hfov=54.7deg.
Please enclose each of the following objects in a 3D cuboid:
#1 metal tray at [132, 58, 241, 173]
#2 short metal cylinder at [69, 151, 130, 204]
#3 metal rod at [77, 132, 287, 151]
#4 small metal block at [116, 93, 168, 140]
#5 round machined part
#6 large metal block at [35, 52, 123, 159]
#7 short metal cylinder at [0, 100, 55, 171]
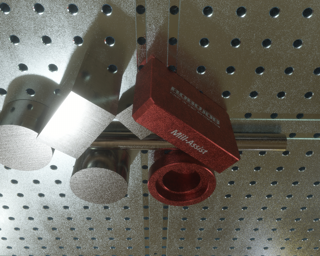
[{"bbox_3d":[0.031,-0.014,0.356,0.130,0.090,0.030,33,123,-25],"label":"metal tray"},{"bbox_3d":[-0.085,0.066,0.450,0.081,0.050,0.079,0,130,0],"label":"short metal cylinder"},{"bbox_3d":[0.020,0.018,0.427,0.302,0.025,0.025,1,130,-1],"label":"metal rod"},{"bbox_3d":[-0.021,-0.019,0.395,0.050,0.025,0.050,-32,124,24],"label":"small metal block"},{"bbox_3d":[0.032,0.070,0.460,0.099,0.042,0.097,0,130,0],"label":"round machined part"},{"bbox_3d":[-0.089,-0.025,0.353,0.050,0.080,0.080,31,123,-24],"label":"large metal block"},{"bbox_3d":[-0.174,0.010,0.402,0.081,0.050,0.079,0,130,0],"label":"short metal cylinder"}]
